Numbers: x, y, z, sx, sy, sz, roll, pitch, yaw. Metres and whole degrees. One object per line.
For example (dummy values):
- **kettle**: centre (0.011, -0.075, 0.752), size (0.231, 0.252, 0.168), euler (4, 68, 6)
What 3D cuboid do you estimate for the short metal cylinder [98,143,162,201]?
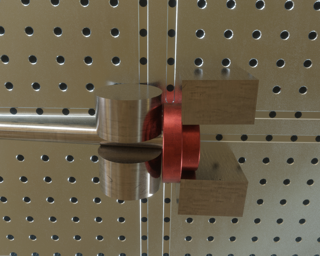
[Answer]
- **short metal cylinder**: centre (-0.038, 0.050, 0.401), size (0.081, 0.080, 0.050), euler (1, 111, -1)

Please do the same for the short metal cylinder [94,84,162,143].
- **short metal cylinder**: centre (-0.038, -0.020, 0.376), size (0.081, 0.080, 0.050), euler (1, 111, -1)

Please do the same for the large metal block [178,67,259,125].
- **large metal block**: centre (0.064, -0.041, 0.370), size (0.081, 0.080, 0.050), euler (0, 110, 0)

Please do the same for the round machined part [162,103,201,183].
- **round machined part**: centre (0.024, 0.018, 0.381), size (0.042, 0.098, 0.097), euler (1, 110, 0)

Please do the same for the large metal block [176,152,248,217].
- **large metal block**: centre (0.063, 0.071, 0.412), size (0.081, 0.080, 0.050), euler (3, 110, -1)

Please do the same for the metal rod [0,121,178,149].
- **metal rod**: centre (-0.121, 0.007, 0.402), size (0.302, 0.025, 0.025), euler (3, 110, 3)
